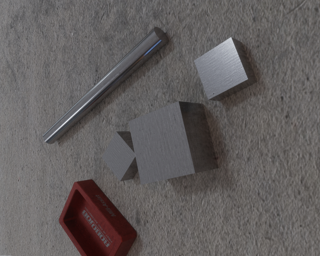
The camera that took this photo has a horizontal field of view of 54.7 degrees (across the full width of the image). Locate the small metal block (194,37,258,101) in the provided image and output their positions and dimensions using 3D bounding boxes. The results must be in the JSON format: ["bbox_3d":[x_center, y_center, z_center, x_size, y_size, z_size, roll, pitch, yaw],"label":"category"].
[{"bbox_3d":[0.072,-0.064,0.344,0.050,0.025,0.050,-27,73,36],"label":"small metal block"}]

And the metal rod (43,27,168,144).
[{"bbox_3d":[-0.101,-0.051,0.485,0.299,0.025,0.025,-34,69,34],"label":"metal rod"}]

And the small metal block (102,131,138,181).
[{"bbox_3d":[-0.051,0.040,0.445,0.050,0.025,0.050,46,117,30],"label":"small metal block"}]

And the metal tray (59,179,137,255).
[{"bbox_3d":[-0.101,0.154,0.482,0.130,0.030,0.089,40,114,32],"label":"metal tray"}]

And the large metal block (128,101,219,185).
[{"bbox_3d":[0.015,0.019,0.375,0.080,0.050,0.080,-20,78,38],"label":"large metal block"}]
